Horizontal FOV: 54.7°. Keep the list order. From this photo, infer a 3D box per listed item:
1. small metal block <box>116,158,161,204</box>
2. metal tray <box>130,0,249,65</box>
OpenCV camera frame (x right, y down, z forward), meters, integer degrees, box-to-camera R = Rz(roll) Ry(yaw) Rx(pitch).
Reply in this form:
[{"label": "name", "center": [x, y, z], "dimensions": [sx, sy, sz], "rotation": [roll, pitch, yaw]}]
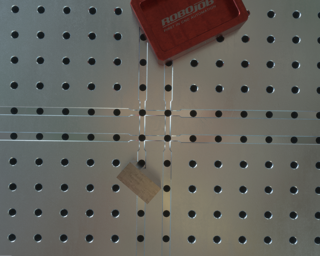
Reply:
[{"label": "small metal block", "center": [-0.026, 0.067, 0.401], "dimensions": [0.050, 0.050, 0.025], "rotation": [41, 90, -1]}, {"label": "metal tray", "center": [0.038, -0.152, 0.411], "dimensions": [0.131, 0.030, 0.090], "rotation": [-26, 90, -1]}]
